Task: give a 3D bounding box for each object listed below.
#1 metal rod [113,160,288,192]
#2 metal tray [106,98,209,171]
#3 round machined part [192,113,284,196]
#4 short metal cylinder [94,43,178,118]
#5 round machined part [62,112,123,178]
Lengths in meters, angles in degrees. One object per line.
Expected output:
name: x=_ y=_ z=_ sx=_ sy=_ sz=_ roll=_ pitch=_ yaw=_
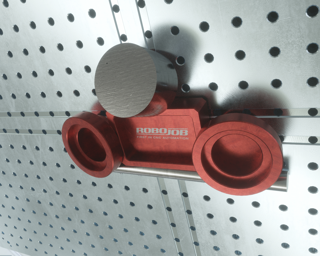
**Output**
metal rod: x=0.017 y=0.059 z=0.434 sx=0.301 sy=0.025 sz=0.025 roll=2 pitch=119 yaw=27
metal tray: x=0.001 y=0.009 z=0.407 sx=0.130 sy=0.030 sz=0.089 roll=1 pitch=120 yaw=27
round machined part: x=0.089 y=0.026 z=0.358 sx=0.098 sy=0.042 sz=0.097 roll=8 pitch=119 yaw=15
short metal cylinder: x=-0.027 y=-0.052 z=0.353 sx=0.080 sy=0.050 sz=0.079 roll=1 pitch=93 yaw=28
round machined part: x=-0.092 y=0.020 z=0.450 sx=0.098 sy=0.042 sz=0.097 roll=18 pitch=126 yaw=28
